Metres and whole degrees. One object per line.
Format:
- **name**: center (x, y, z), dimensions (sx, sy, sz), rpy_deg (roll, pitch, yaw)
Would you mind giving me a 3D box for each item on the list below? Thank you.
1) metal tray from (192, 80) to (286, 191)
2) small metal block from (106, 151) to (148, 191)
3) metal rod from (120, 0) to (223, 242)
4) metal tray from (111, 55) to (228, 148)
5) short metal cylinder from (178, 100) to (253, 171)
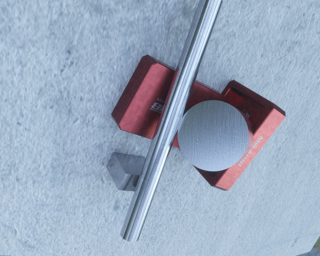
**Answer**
- **metal tray**: center (0.095, 0.008, 0.425), dimensions (0.030, 0.090, 0.129), rpy_deg (26, 104, -37)
- **small metal block**: center (-0.037, 0.058, 0.409), dimensions (0.050, 0.050, 0.025), rpy_deg (13, 112, -34)
- **metal rod**: center (0.009, -0.001, 0.363), dimensions (0.025, 0.025, 0.298), rpy_deg (11, 104, -34)
- **metal tray**: center (0.016, -0.026, 0.398), dimensions (0.131, 0.030, 0.090), rpy_deg (20, 108, -36)
- **short metal cylinder**: center (0.067, 0.009, 0.369), dimensions (0.080, 0.080, 0.050), rpy_deg (-56, 161, 11)
